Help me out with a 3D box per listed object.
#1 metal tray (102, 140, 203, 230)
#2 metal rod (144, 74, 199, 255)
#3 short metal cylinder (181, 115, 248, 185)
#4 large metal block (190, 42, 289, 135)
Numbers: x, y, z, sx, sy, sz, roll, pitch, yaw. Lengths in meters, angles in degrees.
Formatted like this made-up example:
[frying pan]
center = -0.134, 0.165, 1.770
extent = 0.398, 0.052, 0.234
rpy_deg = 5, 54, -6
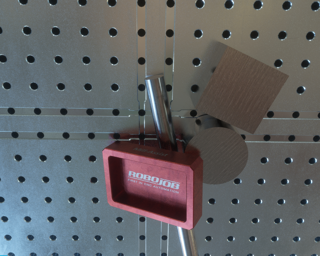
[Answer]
[metal tray]
center = -0.011, 0.072, 0.405
extent = 0.130, 0.030, 0.089
rpy_deg = 9, 113, 26
[metal rod]
center = 0.021, 0.073, 0.440
extent = 0.025, 0.025, 0.298
rpy_deg = -11, 110, 3
[short metal cylinder]
center = 0.070, 0.028, 0.411
extent = 0.081, 0.050, 0.079
rpy_deg = 0, 110, -1
[large metal block]
center = 0.094, -0.050, 0.383
extent = 0.080, 0.050, 0.080
rpy_deg = 23, 108, -9
